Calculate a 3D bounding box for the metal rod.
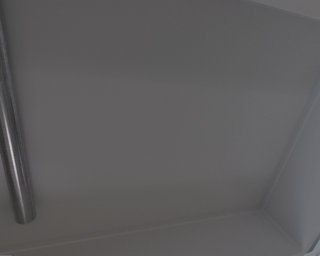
[{"bbox_3d":[-0.156,-0.019,0.311,0.025,0.025,0.298,-9,123,-23],"label":"metal rod"}]
